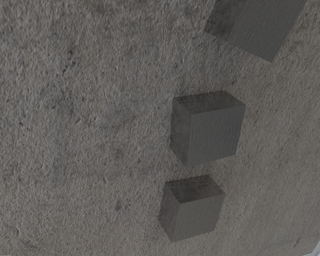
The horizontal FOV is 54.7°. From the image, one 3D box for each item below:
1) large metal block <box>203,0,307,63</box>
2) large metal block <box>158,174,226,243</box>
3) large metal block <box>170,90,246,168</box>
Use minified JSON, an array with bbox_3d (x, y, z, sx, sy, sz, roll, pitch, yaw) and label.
[{"bbox_3d":[0.112,-0.134,0.369,0.081,0.050,0.079,13,112,-34],"label":"large metal block"},{"bbox_3d":[0.049,0.127,0.496,0.081,0.050,0.079,-6,121,-26],"label":"large metal block"},{"bbox_3d":[0.063,-0.001,0.424,0.081,0.050,0.079,-11,123,-23],"label":"large metal block"}]
